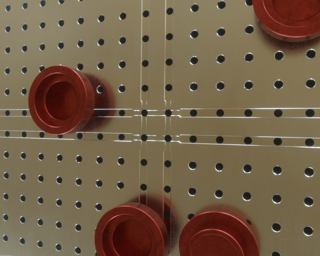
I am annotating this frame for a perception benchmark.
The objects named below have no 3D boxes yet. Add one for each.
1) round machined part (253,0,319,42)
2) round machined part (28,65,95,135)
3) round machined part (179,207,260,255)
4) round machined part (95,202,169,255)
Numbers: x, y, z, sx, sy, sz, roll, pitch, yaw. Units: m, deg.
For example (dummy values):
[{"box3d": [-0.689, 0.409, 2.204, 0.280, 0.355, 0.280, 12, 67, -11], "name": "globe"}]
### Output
[{"box3d": [0.156, -0.145, 0.349, 0.098, 0.042, 0.097, 0, 90, 19], "name": "round machined part"}, {"box3d": [-0.137, -0.039, 0.450, 0.098, 0.042, 0.097, 0, 90, 19], "name": "round machined part"}, {"box3d": [0.070, 0.151, 0.378, 0.098, 0.042, 0.097, 0, 90, 19], "name": "round machined part"}, {"box3d": [-0.034, 0.148, 0.415, 0.098, 0.042, 0.097, 0, 90, 19], "name": "round machined part"}]
